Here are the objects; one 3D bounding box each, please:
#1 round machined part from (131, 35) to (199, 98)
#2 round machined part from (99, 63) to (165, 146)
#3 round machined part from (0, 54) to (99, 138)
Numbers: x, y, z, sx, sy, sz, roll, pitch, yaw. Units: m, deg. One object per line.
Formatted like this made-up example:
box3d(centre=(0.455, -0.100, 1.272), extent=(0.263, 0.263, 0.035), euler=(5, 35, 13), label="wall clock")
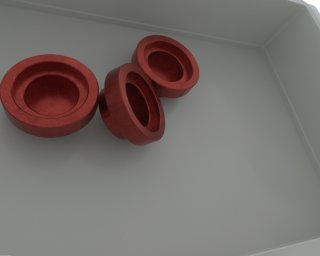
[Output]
box3d(centre=(0.004, -0.084, 0.450), extent=(0.099, 0.042, 0.098), euler=(14, 56, -21), label="round machined part")
box3d(centre=(-0.036, -0.025, 0.372), extent=(0.098, 0.042, 0.098), euler=(47, 32, -42), label="round machined part")
box3d(centre=(-0.118, -0.031, 0.342), extent=(0.099, 0.042, 0.098), euler=(7, 58, -10), label="round machined part")
